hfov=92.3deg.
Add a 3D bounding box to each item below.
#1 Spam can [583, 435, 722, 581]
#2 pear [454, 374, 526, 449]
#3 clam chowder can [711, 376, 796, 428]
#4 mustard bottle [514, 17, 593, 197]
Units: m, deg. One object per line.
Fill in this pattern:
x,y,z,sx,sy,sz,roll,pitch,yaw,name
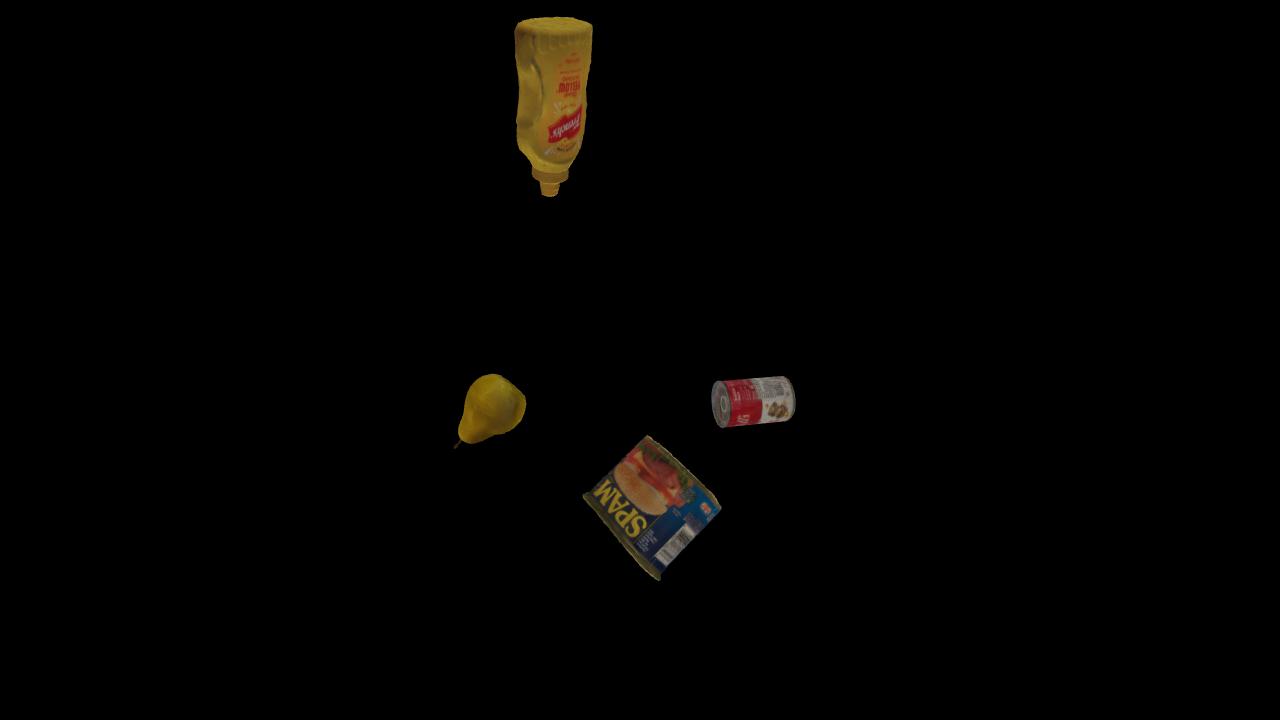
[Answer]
0.011,0.129,0.555,0.101,0.085,0.058,38,-11,45,Spam can
-0.199,0.073,0.776,0.080,0.111,0.080,38,-6,5,pear
0.161,0.059,0.880,0.102,0.068,0.068,-5,1,-14,clam chowder can
-0.096,-0.265,0.669,0.054,0.184,0.092,26,41,20,mustard bottle
